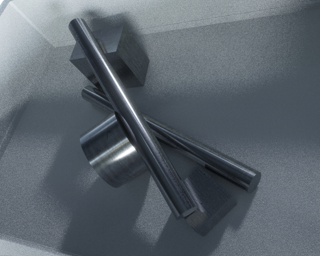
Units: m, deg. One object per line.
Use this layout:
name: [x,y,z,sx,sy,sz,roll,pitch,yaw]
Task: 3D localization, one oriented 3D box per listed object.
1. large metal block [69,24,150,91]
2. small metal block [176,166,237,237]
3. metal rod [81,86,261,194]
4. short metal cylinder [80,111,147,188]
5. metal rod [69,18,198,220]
large metal block: [-0.073,-0.102,0.469,0.080,0.080,0.050,-4,60,26]
small metal block: [0.044,0.078,0.332,0.050,0.025,0.050,-44,51,-3]
metal rod: [-0.009,0.000,0.407,0.300,0.025,0.025,28,77,37]
short metal cylinder: [-0.051,0.025,0.377,0.050,0.080,0.080,-35,52,5]
metal rod: [-0.045,-0.030,0.370,0.025,0.025,0.299,-35,64,5]
